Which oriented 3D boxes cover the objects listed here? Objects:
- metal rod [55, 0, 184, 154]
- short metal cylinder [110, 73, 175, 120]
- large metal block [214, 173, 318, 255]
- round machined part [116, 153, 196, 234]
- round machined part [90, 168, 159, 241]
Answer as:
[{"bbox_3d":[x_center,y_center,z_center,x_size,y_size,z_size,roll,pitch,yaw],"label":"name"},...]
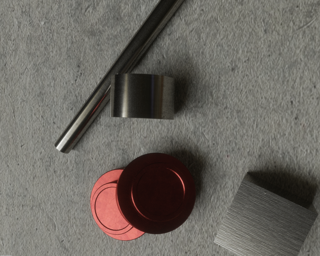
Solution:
[{"bbox_3d":[-0.053,-0.083,0.427,0.025,0.025,0.299,43,103,15],"label":"metal rod"},{"bbox_3d":[-0.021,-0.037,0.387,0.080,0.080,0.050,3,91,20],"label":"short metal cylinder"},{"bbox_3d":[0.119,0.107,0.354,0.080,0.050,0.080,25,98,18],"label":"large metal block"},{"bbox_3d":[-0.003,0.078,0.376,0.099,0.042,0.098,3,75,-12],"label":"round machined part"},{"bbox_3d":[-0.053,0.104,0.418,0.098,0.042,0.097,0,90,20],"label":"round machined part"}]
